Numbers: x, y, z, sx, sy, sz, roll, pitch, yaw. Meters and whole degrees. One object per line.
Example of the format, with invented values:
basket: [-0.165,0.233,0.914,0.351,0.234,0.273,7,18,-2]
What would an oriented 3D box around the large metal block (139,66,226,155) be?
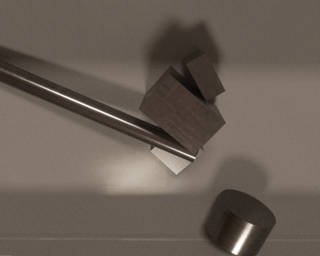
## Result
large metal block: [0.026,-0.025,0.371,0.080,0.080,0.050,40,105,-10]

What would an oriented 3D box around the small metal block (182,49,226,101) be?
small metal block: [0.052,-0.065,0.375,0.025,0.050,0.050,-29,108,9]

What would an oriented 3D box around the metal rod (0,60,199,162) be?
metal rod: [-0.093,-0.026,0.385,0.301,0.025,0.025,23,108,-3]

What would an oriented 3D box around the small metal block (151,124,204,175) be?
small metal block: [0.023,0.026,0.421,0.050,0.025,0.050,-42,106,14]

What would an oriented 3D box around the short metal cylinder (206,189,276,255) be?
short metal cylinder: [0.112,0.130,0.432,0.080,0.080,0.050,19,109,-7]
